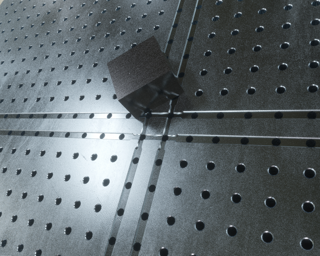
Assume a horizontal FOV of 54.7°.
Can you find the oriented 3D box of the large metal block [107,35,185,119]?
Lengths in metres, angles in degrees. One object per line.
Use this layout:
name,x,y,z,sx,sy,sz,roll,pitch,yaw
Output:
large metal block,-0.022,-0.073,0.447,0.080,0.050,0.080,-28,52,10
